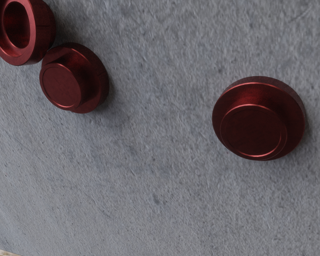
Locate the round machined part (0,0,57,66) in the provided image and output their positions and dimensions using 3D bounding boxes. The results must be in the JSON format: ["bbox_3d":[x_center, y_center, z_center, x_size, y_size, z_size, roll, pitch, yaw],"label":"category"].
[{"bbox_3d":[-0.171,-0.130,0.394,0.098,0.042,0.097,10,110,30],"label":"round machined part"}]

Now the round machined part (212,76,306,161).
[{"bbox_3d":[0.104,-0.004,0.338,0.098,0.042,0.097,13,124,20],"label":"round machined part"}]

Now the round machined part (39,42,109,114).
[{"bbox_3d":[-0.122,-0.062,0.420,0.098,0.042,0.097,13,124,20],"label":"round machined part"}]
